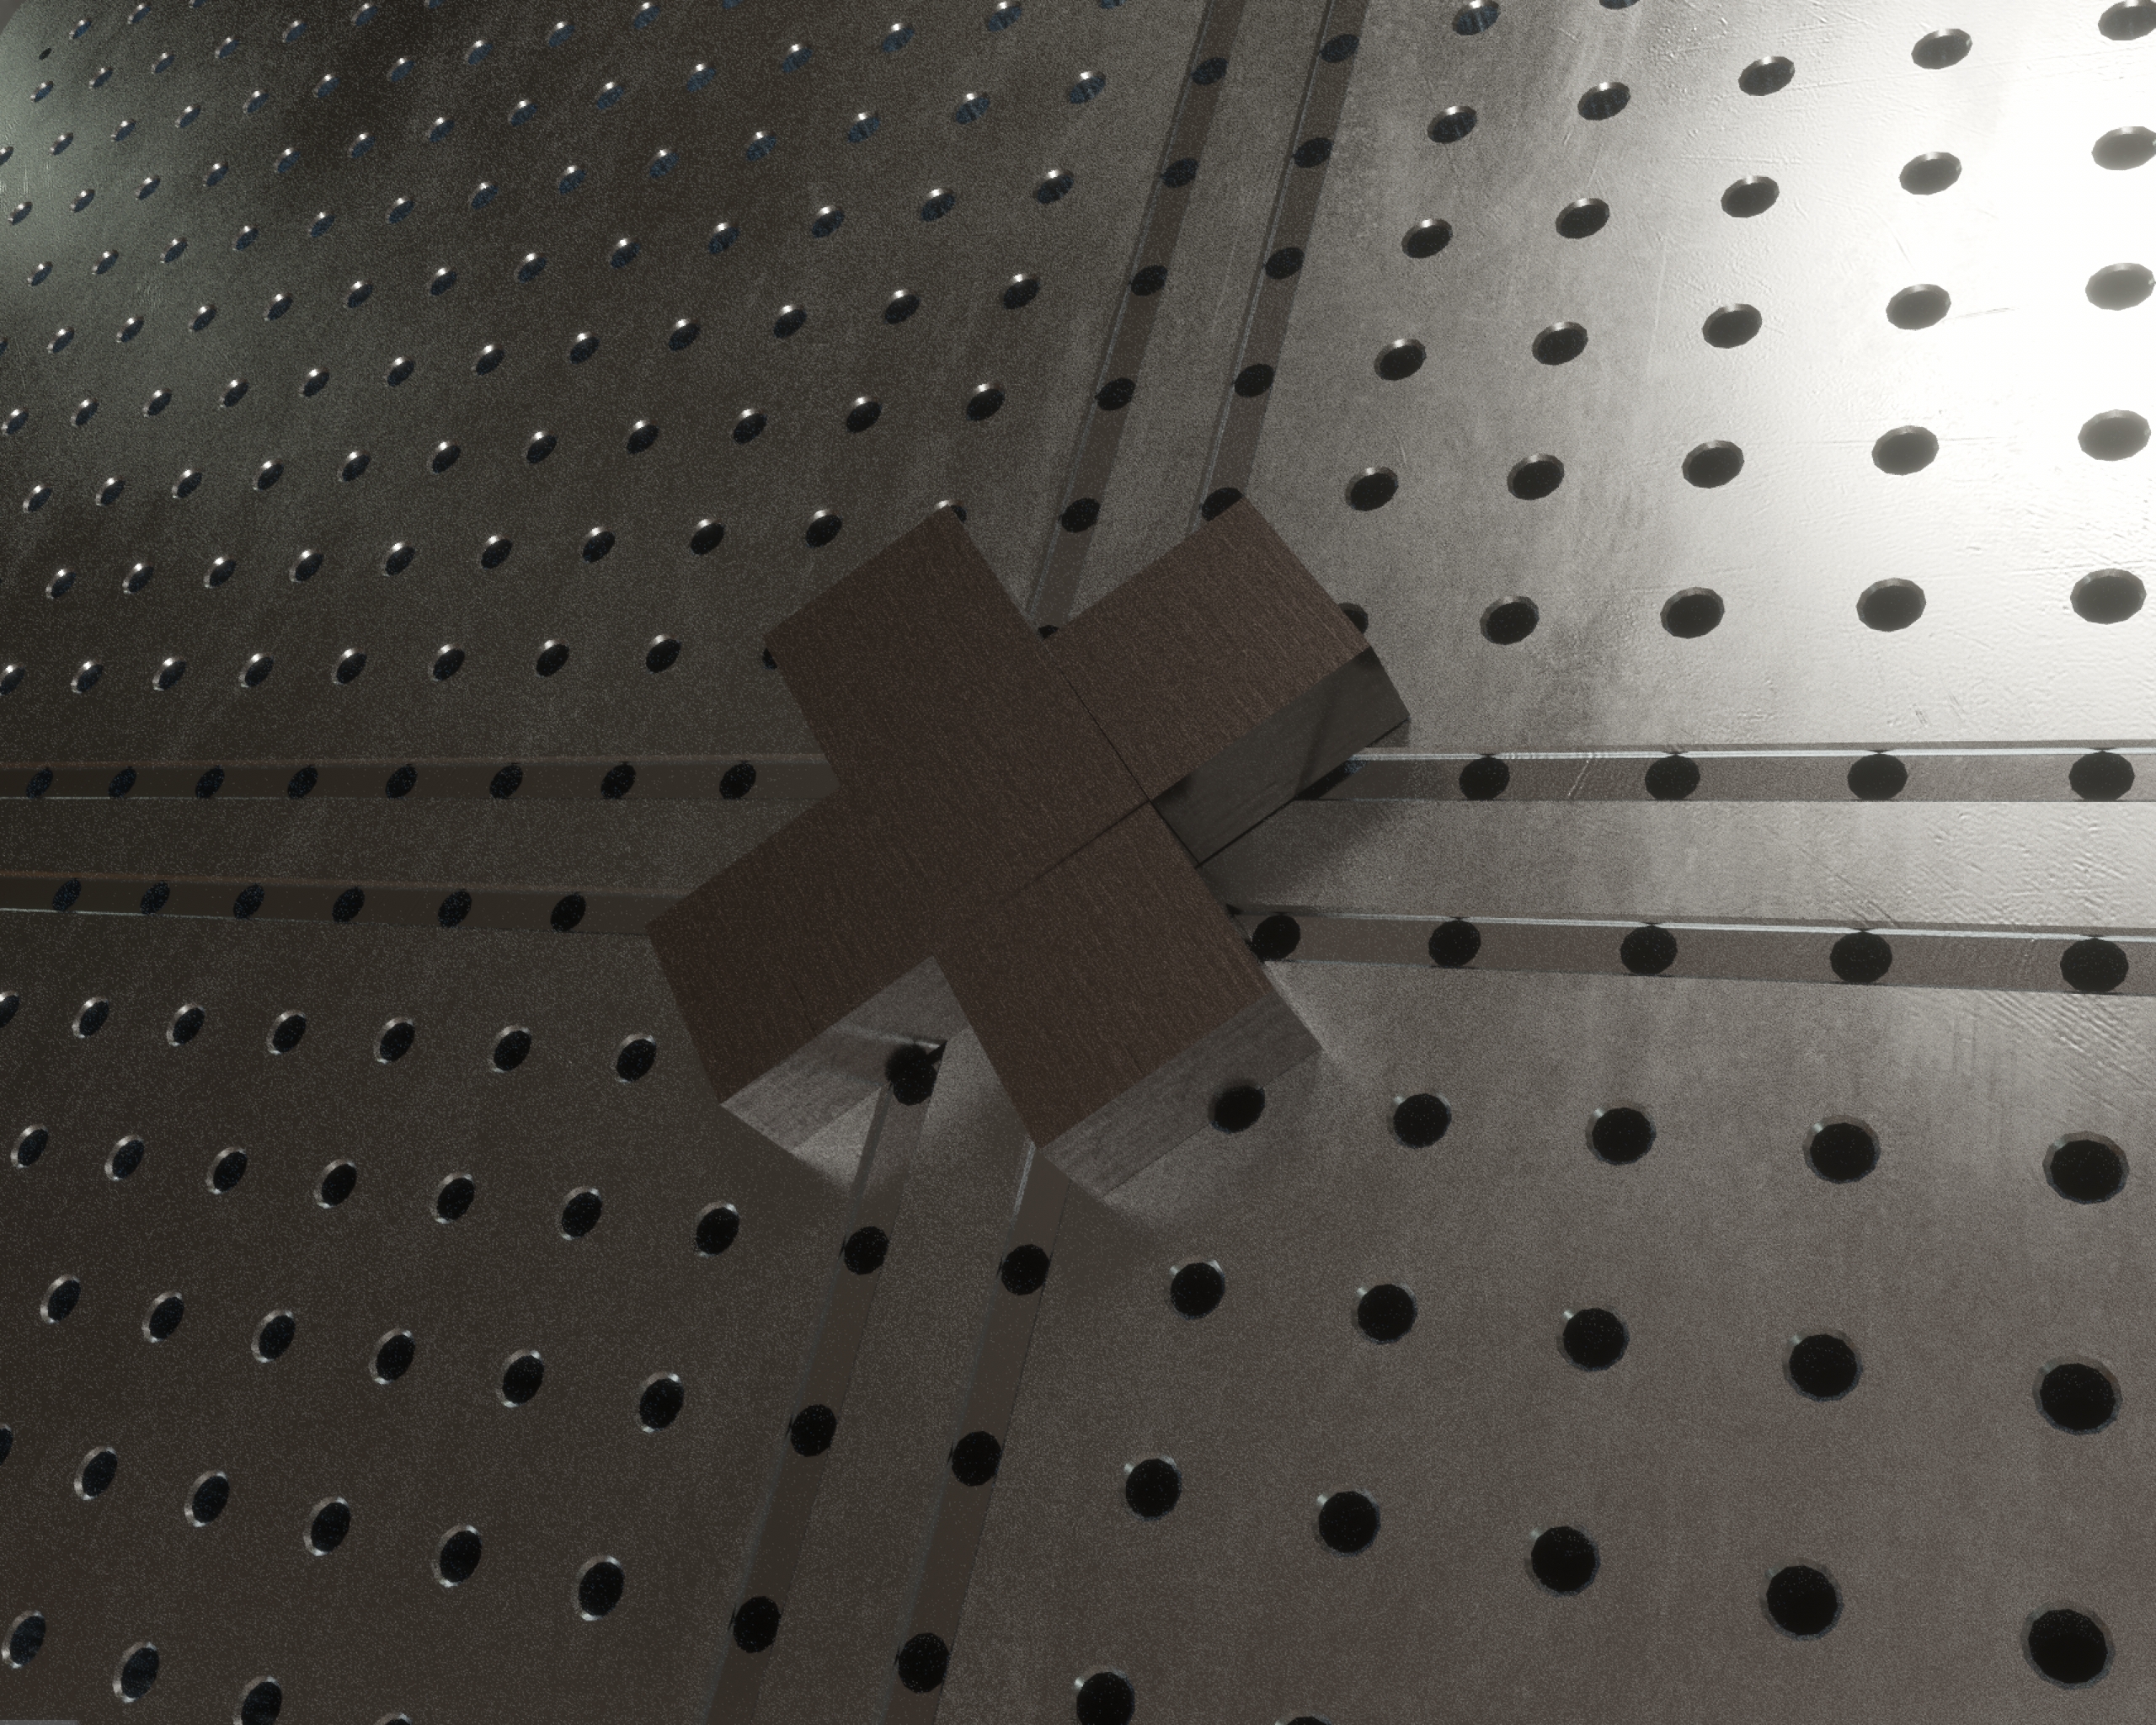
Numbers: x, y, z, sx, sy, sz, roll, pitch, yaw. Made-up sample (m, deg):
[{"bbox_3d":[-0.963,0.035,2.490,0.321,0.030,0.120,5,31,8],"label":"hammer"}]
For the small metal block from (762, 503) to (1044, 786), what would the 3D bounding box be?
[{"bbox_3d":[-0.033,-0.041,0.449,0.050,0.025,0.050,-35,51,4],"label":"small metal block"}]

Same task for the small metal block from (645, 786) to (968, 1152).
[{"bbox_3d":[-0.053,0.021,0.421,0.050,0.025,0.050,-35,51,4],"label":"small metal block"}]

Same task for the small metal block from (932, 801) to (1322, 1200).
[{"bbox_3d":[0.008,0.025,0.387,0.050,0.025,0.050,-35,51,4],"label":"small metal block"}]

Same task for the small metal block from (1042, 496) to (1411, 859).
[{"bbox_3d":[0.029,-0.037,0.414,0.050,0.025,0.050,-35,51,4],"label":"small metal block"}]

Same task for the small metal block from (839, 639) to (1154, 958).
[{"bbox_3d":[-0.013,-0.008,0.417,0.050,0.025,0.050,-35,51,4],"label":"small metal block"}]
